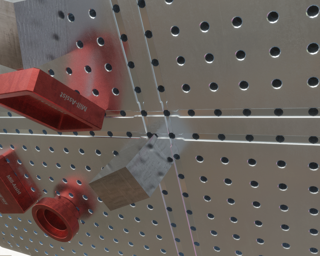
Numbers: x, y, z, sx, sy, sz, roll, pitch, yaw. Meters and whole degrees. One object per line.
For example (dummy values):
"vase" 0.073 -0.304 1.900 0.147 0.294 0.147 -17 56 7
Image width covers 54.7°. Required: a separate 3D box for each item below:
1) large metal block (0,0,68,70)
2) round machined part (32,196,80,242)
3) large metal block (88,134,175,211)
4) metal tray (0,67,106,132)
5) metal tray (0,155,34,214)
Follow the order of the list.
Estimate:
"large metal block" -0.163 -0.125 0.384 0.050 0.080 0.079 19 126 17
"round machined part" -0.200 0.175 0.614 0.098 0.042 0.097 13 124 21
"large metal block" -0.038 0.062 0.434 0.080 0.080 0.050 -28 103 37
"metal tray" -0.149 -0.031 0.417 0.090 0.030 0.130 -3 158 29
"metal tray" -0.339 0.124 0.664 0.090 0.030 0.129 -11 113 32
